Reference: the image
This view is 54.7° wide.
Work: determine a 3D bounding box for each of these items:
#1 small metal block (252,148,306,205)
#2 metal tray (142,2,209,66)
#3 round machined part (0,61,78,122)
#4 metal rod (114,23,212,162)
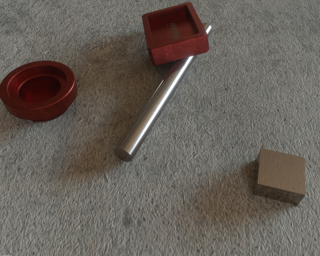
[{"bbox_3d":[0.137,0.055,0.358,0.050,0.025,0.050,12,51,10],"label":"small metal block"},{"bbox_3d":[0.021,-0.159,0.510,0.090,0.030,0.130,-14,43,4],"label":"metal tray"},{"bbox_3d":[-0.164,-0.047,0.430,0.099,0.042,0.098,0,50,0],"label":"round machined part"},{"bbox_3d":[0.018,-0.071,0.463,0.025,0.025,0.301,19,53,15],"label":"metal rod"}]
